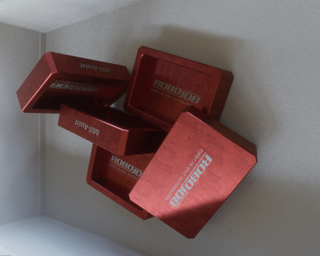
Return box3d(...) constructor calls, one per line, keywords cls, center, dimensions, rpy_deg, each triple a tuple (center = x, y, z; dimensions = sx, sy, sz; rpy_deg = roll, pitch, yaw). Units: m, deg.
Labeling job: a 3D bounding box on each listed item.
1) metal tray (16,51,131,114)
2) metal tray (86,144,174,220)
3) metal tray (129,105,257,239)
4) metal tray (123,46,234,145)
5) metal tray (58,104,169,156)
box3d(cls="metal tray", center=(-0.113, -0.055, 0.425), dimensions=(0.090, 0.131, 0.030), rpy_deg=(-37, 68, 34))
box3d(cls="metal tray", center=(-0.047, 0.059, 0.436), dimensions=(0.130, 0.030, 0.089), rpy_deg=(21, 103, 37))
box3d(cls="metal tray", center=(0.034, 0.051, 0.346), dimensions=(0.090, 0.030, 0.129), rpy_deg=(33, 114, 4))
box3d(cls="metal tray", center=(0.017, -0.043, 0.386), dimensions=(0.130, 0.030, 0.089), rpy_deg=(27, 106, 36))
box3d(cls="metal tray", center=(-0.060, -0.001, 0.408), dimensions=(0.130, 0.091, 0.030), rpy_deg=(20, 103, 38))
